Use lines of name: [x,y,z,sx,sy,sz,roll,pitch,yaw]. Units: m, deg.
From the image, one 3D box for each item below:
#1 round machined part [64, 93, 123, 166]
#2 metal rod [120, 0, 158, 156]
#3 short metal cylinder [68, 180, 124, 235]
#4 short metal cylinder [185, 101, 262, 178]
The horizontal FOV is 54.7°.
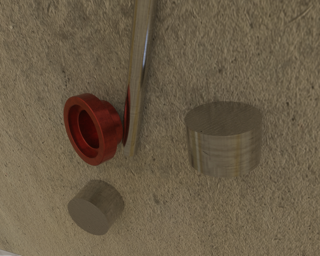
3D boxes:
round machined part: [-0.088,-0.001,0.426,0.098,0.042,0.097,23,124,40]
metal rod: [-0.023,-0.087,0.363,0.025,0.025,0.298,21,126,15]
short metal cylinder: [-0.109,0.136,0.530,0.080,0.050,0.079,13,124,20]
short metal cylinder: [0.069,0.010,0.340,0.080,0.080,0.050,6,121,24]
